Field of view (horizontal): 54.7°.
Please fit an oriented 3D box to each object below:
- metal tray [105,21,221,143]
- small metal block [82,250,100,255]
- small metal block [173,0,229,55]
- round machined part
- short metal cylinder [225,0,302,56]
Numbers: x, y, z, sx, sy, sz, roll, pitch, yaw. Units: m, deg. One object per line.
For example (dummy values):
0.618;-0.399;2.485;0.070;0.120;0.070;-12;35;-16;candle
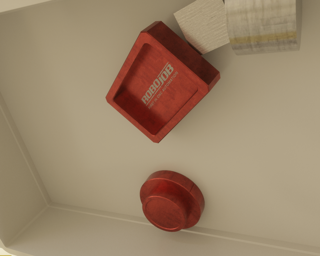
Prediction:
-0.003;-0.046;0.360;0.090;0.030;0.129;41;141;-1;metal tray
-0.159;0.293;0.658;0.025;0.050;0.050;48;129;-6;small metal block
0.050;-0.107;0.315;0.050;0.025;0.050;-18;109;35;small metal block
0.013;0.115;0.460;0.098;0.042;0.097;13;124;20;round machined part
0.090;-0.104;0.261;0.050;0.080;0.079;1;119;27;short metal cylinder
